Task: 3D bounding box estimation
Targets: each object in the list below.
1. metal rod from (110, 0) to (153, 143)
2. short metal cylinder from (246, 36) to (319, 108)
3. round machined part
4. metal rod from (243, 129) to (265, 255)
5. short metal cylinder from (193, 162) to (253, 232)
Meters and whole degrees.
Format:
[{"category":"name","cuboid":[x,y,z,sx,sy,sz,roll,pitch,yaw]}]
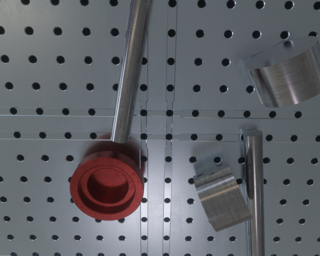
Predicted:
[{"category":"metal rod","cuboid":[-0.026,-0.122,0.367,0.025,0.025,0.298,10,110,-4]},{"category":"short metal cylinder","cuboid":[0.148,-0.066,0.361,0.080,0.080,0.050,-25,108,9]},{"category":"round machined part","cuboid":[-0.071,0.076,0.432,0.099,0.042,0.097,0,110,0]},{"category":"metal rod","cuboid":[0.145,0.145,0.467,0.025,0.025,0.298,-7,110,2]},{"category":"short metal cylinder","cuboid":[0.084,0.093,0.419,0.050,0.080,0.080,-24,108,8]}]
